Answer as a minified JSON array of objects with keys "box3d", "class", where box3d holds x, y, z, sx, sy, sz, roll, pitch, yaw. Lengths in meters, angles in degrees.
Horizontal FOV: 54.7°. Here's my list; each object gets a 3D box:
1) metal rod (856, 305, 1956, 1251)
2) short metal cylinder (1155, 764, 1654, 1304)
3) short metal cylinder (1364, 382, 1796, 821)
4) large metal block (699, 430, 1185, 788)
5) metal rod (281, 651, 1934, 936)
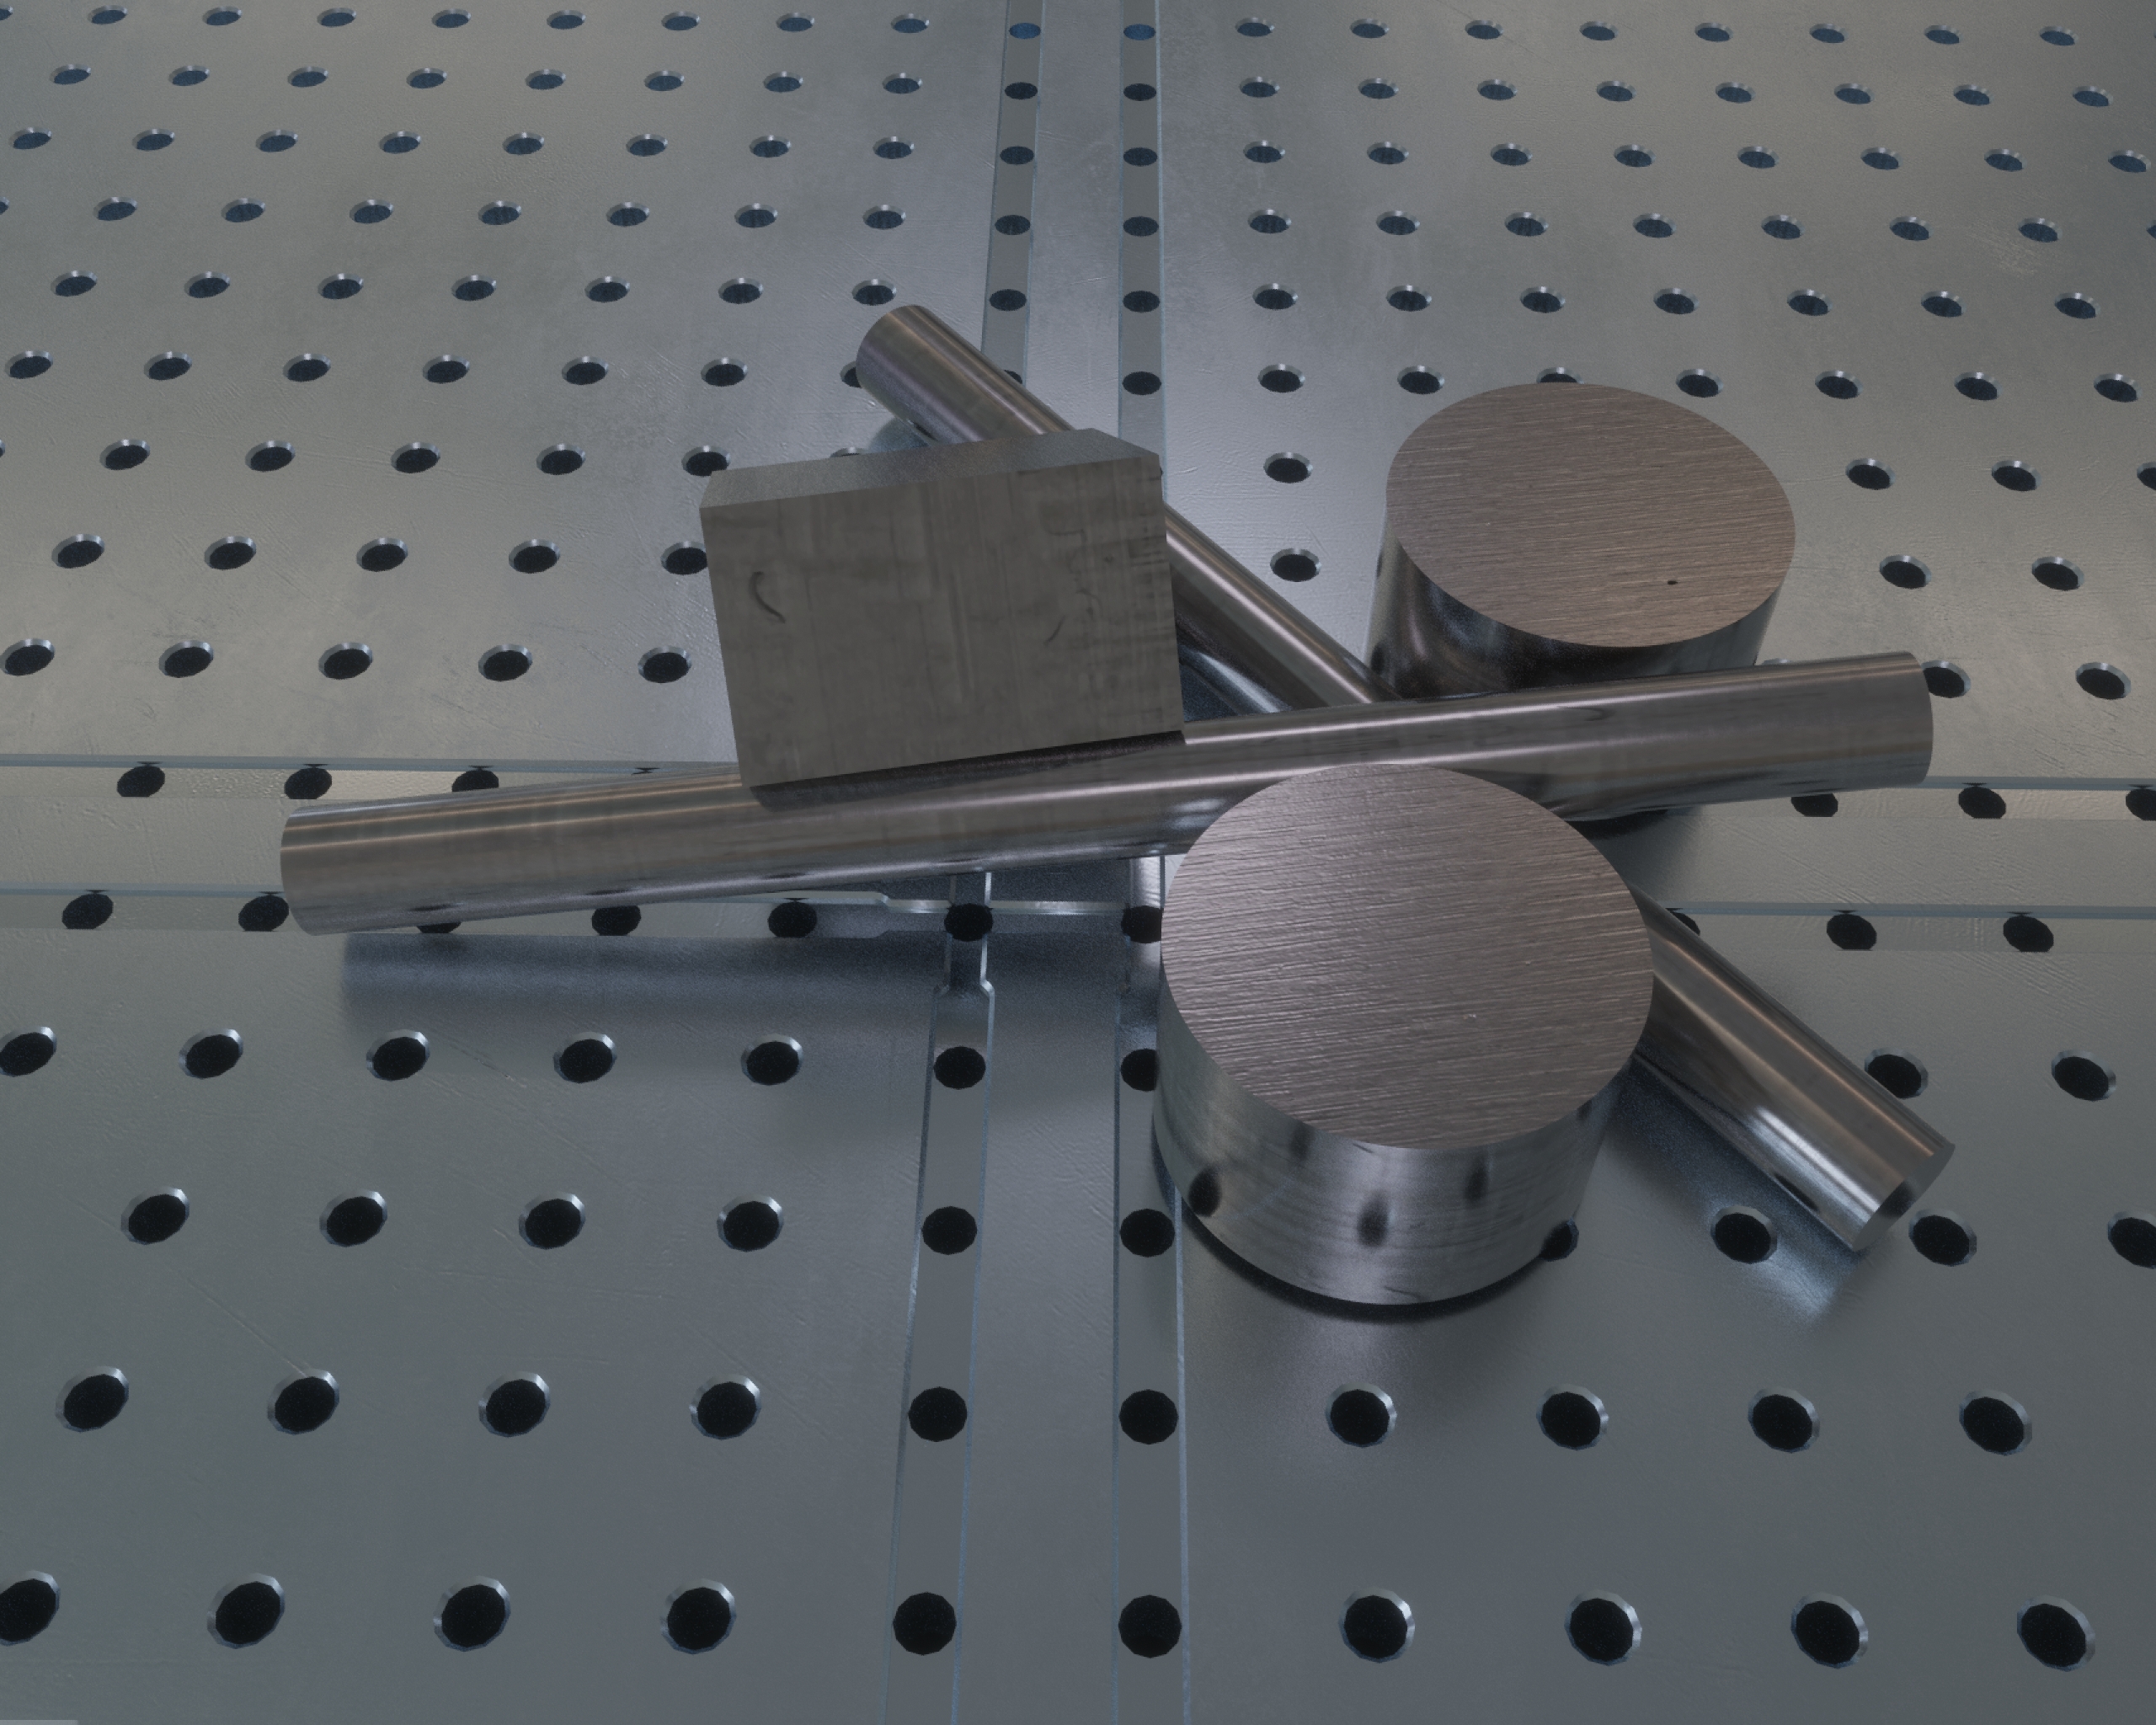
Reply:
[{"box3d":[0.049,-0.033,0.432,0.025,0.025,0.300,-31,57,-23],"class":"metal rod"},{"box3d":[0.054,0.029,0.363,0.081,0.050,0.080,0,50,0],"class":"short metal cylinder"},{"box3d":[0.102,-0.055,0.434,0.081,0.050,0.080,0,50,0],"class":"short metal cylinder"},{"box3d":[-0.028,-0.053,0.407,0.081,0.050,0.080,-8,16,-6],"class":"large metal block"},{"box3d":[0.003,-0.012,0.391,0.302,0.025,0.025,-5,50,3],"class":"metal rod"}]
